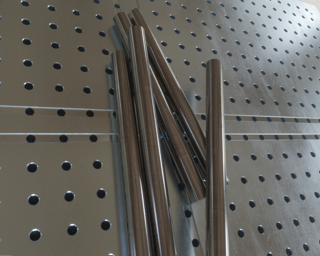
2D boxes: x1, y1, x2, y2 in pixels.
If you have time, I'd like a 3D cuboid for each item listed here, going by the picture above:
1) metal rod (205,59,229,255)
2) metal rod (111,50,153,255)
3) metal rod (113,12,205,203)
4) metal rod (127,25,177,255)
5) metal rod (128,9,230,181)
[{"bbox_3d":[0.071,0.028,0.397,0.025,0.025,0.300,18,56,-19],"label":"metal rod"},{"bbox_3d":[-0.036,0.029,0.372,0.025,0.025,0.299,5,59,-26],"label":"metal rod"},{"bbox_3d":[-0.005,-0.041,0.431,0.025,0.025,0.299,-10,67,-33],"label":"metal rod"},{"bbox_3d":[-0.014,-0.001,0.385,0.025,0.025,0.299,3,65,-27],"label":"metal rod"},{"bbox_3d":[0.020,-0.054,0.453,0.025,0.025,0.299,-13,68,-34],"label":"metal rod"}]
